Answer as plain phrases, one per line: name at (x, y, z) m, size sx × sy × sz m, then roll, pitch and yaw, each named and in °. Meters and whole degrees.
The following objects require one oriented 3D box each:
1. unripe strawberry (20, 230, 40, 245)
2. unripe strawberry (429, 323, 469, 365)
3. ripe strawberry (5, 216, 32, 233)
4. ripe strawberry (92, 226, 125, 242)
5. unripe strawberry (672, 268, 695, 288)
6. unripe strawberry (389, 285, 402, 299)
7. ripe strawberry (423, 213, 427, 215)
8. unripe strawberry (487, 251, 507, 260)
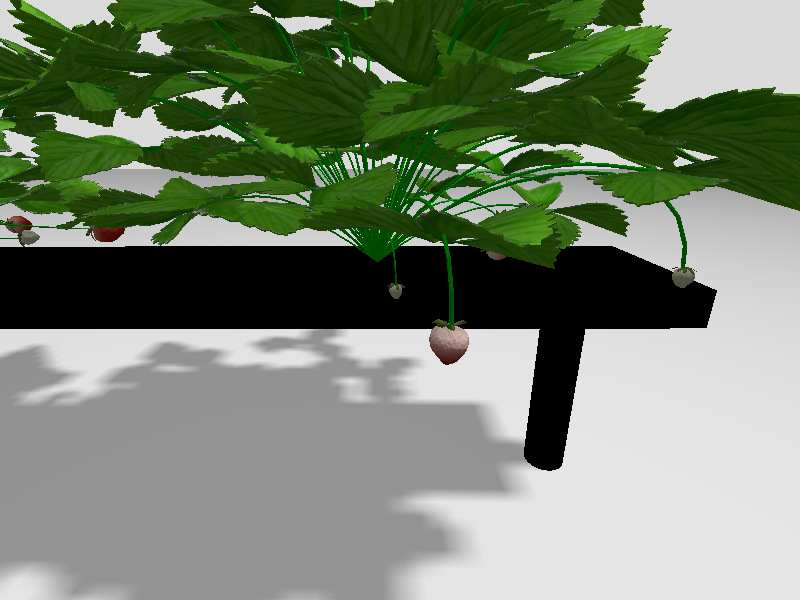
unripe strawberry at (-0.394, -0.067, 0.426) m, size 0.016 × 0.016 × 0.017 m, roll -17°, pitch 26°, yaw -41°
unripe strawberry at (0.022, 0.021, 0.183) m, size 0.018 × 0.019 × 0.019 m, roll -4°, pitch 20°, yaw -12°
ripe strawberry at (-0.462, -0.092, 0.486) m, size 0.024 × 0.021 × 0.024 m, roll 1°, pitch 14°, yaw 3°
ripe strawberry at (-0.318, -0.079, 0.436) m, size 0.032 × 0.033 × 0.029 m, roll -10°, pitch 22°, yaw -28°
unripe strawberry at (0.166, -0.013, 0.236) m, size 0.011 × 0.011 × 0.011 m, roll 13°, pitch 23°, yaw 31°
unripe strawberry at (-0.003, -0.005, 0.258) m, size 0.009 × 0.010 × 0.010 m, roll -3°, pitch 20°, yaw -9°
ripe strawberry at (0.034, -0.089, 0.473) m, size 0.028 × 0.029 × 0.030 m, roll 8°, pitch 21°, yaw 22°
unripe strawberry at (0.091, -0.047, 0.367) m, size 0.021 × 0.021 × 0.020 m, roll 5°, pitch 19°, yaw -8°
